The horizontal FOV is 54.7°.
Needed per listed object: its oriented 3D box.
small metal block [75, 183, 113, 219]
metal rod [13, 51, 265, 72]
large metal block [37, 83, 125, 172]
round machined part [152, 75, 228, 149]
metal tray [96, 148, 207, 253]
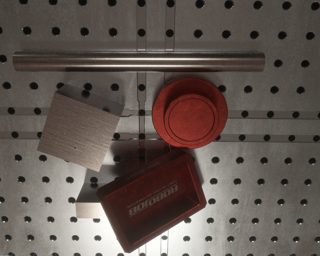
[{"bbox_3d":[-0.087,0.102,0.436,0.050,0.050,0.025,1,110,-1],"label":"small metal block"},{"bbox_3d":[-0.024,-0.082,0.382,0.302,0.025,0.025,0,110,-1],"label":"metal rod"},{"bbox_3d":[-0.100,-0.001,0.398,0.080,0.050,0.079,21,109,-8],"label":"large metal block"},{"bbox_3d":[0.039,-0.016,0.399,0.099,0.042,0.097,0,110,-1],"label":"round machined part"},{"bbox_3d":[-0.007,0.095,0.417,0.131,0.030,0.090,-26,110,-19],"label":"metal tray"}]
